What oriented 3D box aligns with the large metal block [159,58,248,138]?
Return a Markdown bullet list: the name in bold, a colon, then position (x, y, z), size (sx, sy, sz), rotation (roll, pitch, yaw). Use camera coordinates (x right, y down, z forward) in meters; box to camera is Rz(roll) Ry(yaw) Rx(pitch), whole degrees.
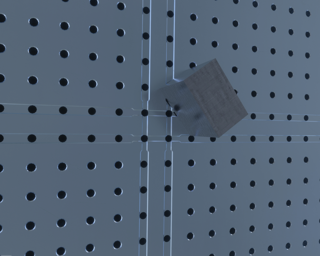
- **large metal block**: position (0.054, -0.036, 0.403), size (0.050, 0.080, 0.080), rotation (-37, 102, -16)
